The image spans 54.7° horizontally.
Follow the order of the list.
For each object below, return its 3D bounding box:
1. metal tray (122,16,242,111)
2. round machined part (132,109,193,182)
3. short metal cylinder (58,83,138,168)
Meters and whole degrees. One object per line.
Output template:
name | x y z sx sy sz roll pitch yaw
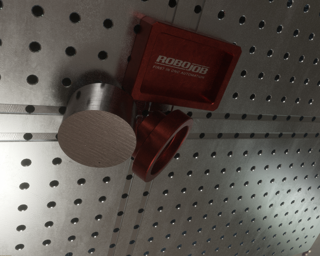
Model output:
metal tray | 0.029 -0.073 0.379 0.131 0.030 0.089 6 116 -31
round machined part | -0.004 0.017 0.390 0.098 0.042 0.098 -49 164 -19
short metal cylinder | -0.066 -0.002 0.341 0.081 0.050 0.079 -1 129 -2
